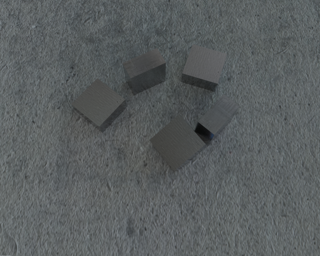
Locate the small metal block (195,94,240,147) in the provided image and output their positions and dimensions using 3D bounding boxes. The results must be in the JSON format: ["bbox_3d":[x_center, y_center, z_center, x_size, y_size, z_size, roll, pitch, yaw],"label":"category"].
[{"bbox_3d":[0.071,-0.009,0.398,0.025,0.050,0.050,40,74,13],"label":"small metal block"}]

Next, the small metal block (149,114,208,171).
[{"bbox_3d":[0.024,0.019,0.394,0.050,0.025,0.050,-41,75,5],"label":"small metal block"}]

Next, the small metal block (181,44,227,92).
[{"bbox_3d":[0.062,-0.085,0.439,0.050,0.025,0.050,18,71,6],"label":"small metal block"}]

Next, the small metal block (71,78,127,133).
[{"bbox_3d":[-0.081,-0.030,0.418,0.050,0.025,0.050,38,74,12],"label":"small metal block"}]

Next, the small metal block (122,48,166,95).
[{"bbox_3d":[-0.020,-0.076,0.422,0.050,0.050,0.025,-26,72,-9],"label":"small metal block"}]
